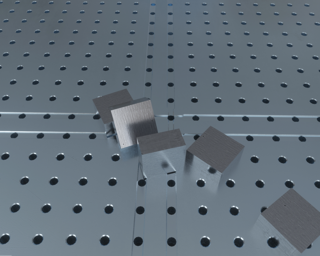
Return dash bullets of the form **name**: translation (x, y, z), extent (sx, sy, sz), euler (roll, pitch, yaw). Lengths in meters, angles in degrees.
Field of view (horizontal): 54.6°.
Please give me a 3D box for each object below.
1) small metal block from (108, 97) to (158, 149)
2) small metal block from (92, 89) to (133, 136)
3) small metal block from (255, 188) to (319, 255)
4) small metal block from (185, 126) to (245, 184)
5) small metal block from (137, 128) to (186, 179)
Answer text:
- **small metal block**: translation (-0.034, -0.007, 0.394), extent (0.050, 0.050, 0.025), euler (-17, 17, -14)
- **small metal block**: translation (-0.059, -0.022, 0.426), extent (0.050, 0.025, 0.050), euler (-20, 53, -16)
- **small metal block**: translation (0.138, 0.100, 0.325), extent (0.050, 0.025, 0.050), euler (-30, 56, -23)
- **small metal block**: translation (0.067, 0.032, 0.381), extent (0.050, 0.025, 0.050), euler (33, 57, 25)
- **small metal block**: translation (0.001, 0.031, 0.366), extent (0.050, 0.050, 0.025), euler (-12, 51, -10)
